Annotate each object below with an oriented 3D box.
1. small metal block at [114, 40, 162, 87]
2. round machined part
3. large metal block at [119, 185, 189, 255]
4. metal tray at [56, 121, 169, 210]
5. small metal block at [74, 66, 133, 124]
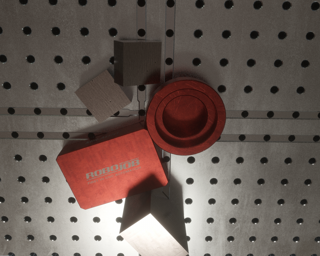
[{"bbox_3d":[-0.027,-0.079,0.372,0.050,0.025,0.050,-10,114,-31],"label":"small metal block"},{"bbox_3d":[0.031,-0.017,0.397,0.099,0.042,0.097,-1,109,-3],"label":"round machined part"},{"bbox_3d":[-0.007,0.135,0.434,0.050,0.080,0.080,-36,107,12],"label":"large metal block"},{"bbox_3d":[-0.063,0.053,0.429,0.131,0.030,0.090,-18,109,6],"label":"metal tray"},{"bbox_3d":[-0.071,-0.042,0.397,0.050,0.025,0.050,-33,107,11],"label":"small metal block"}]
